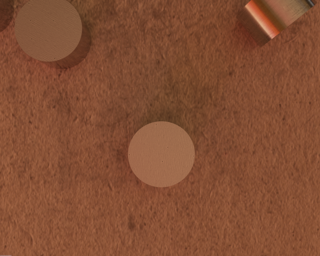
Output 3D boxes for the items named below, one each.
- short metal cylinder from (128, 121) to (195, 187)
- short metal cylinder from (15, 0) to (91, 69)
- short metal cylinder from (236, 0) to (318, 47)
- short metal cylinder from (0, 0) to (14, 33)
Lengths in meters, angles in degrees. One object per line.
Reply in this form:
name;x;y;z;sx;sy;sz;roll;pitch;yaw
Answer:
short metal cylinder;0.002;0.031;0.398;0.081;0.050;0.079;0;90;-1
short metal cylinder;-0.134;-0.119;0.396;0.081;0.050;0.079;0;90;-1
short metal cylinder;0.143;-0.146;0.384;0.080;0.080;0.050;-39;91;0
short metal cylinder;-0.238;-0.163;0.394;0.081;0.050;0.079;0;90;-1
